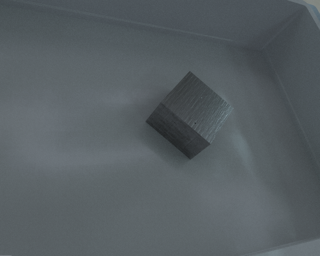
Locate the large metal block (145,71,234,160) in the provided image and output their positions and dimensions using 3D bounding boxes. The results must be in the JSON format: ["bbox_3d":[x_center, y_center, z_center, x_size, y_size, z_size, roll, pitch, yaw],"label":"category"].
[{"bbox_3d":[0.041,-0.018,0.425,0.080,0.050,0.080,41,51,-1],"label":"large metal block"}]
